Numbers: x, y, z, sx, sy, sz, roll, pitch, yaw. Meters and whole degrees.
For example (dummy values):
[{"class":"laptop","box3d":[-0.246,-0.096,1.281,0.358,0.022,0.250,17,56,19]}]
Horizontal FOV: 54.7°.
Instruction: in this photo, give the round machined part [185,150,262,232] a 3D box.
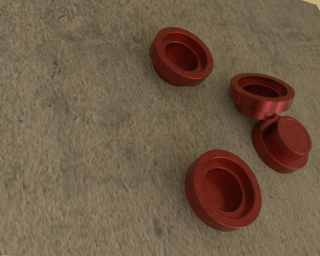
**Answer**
[{"class":"round machined part","box3d":[0.074,0.079,0.386,0.099,0.042,0.098,14,56,-21]}]

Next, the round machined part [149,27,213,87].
[{"class":"round machined part","box3d":[0.029,-0.103,0.473,0.099,0.042,0.098,14,56,-21]}]

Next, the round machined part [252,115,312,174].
[{"class":"round machined part","box3d":[0.198,0.019,0.491,0.099,0.042,0.098,14,56,-21]}]

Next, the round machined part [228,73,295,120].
[{"class":"round machined part","box3d":[0.157,-0.048,0.491,0.099,0.042,0.098,4,34,-3]}]
